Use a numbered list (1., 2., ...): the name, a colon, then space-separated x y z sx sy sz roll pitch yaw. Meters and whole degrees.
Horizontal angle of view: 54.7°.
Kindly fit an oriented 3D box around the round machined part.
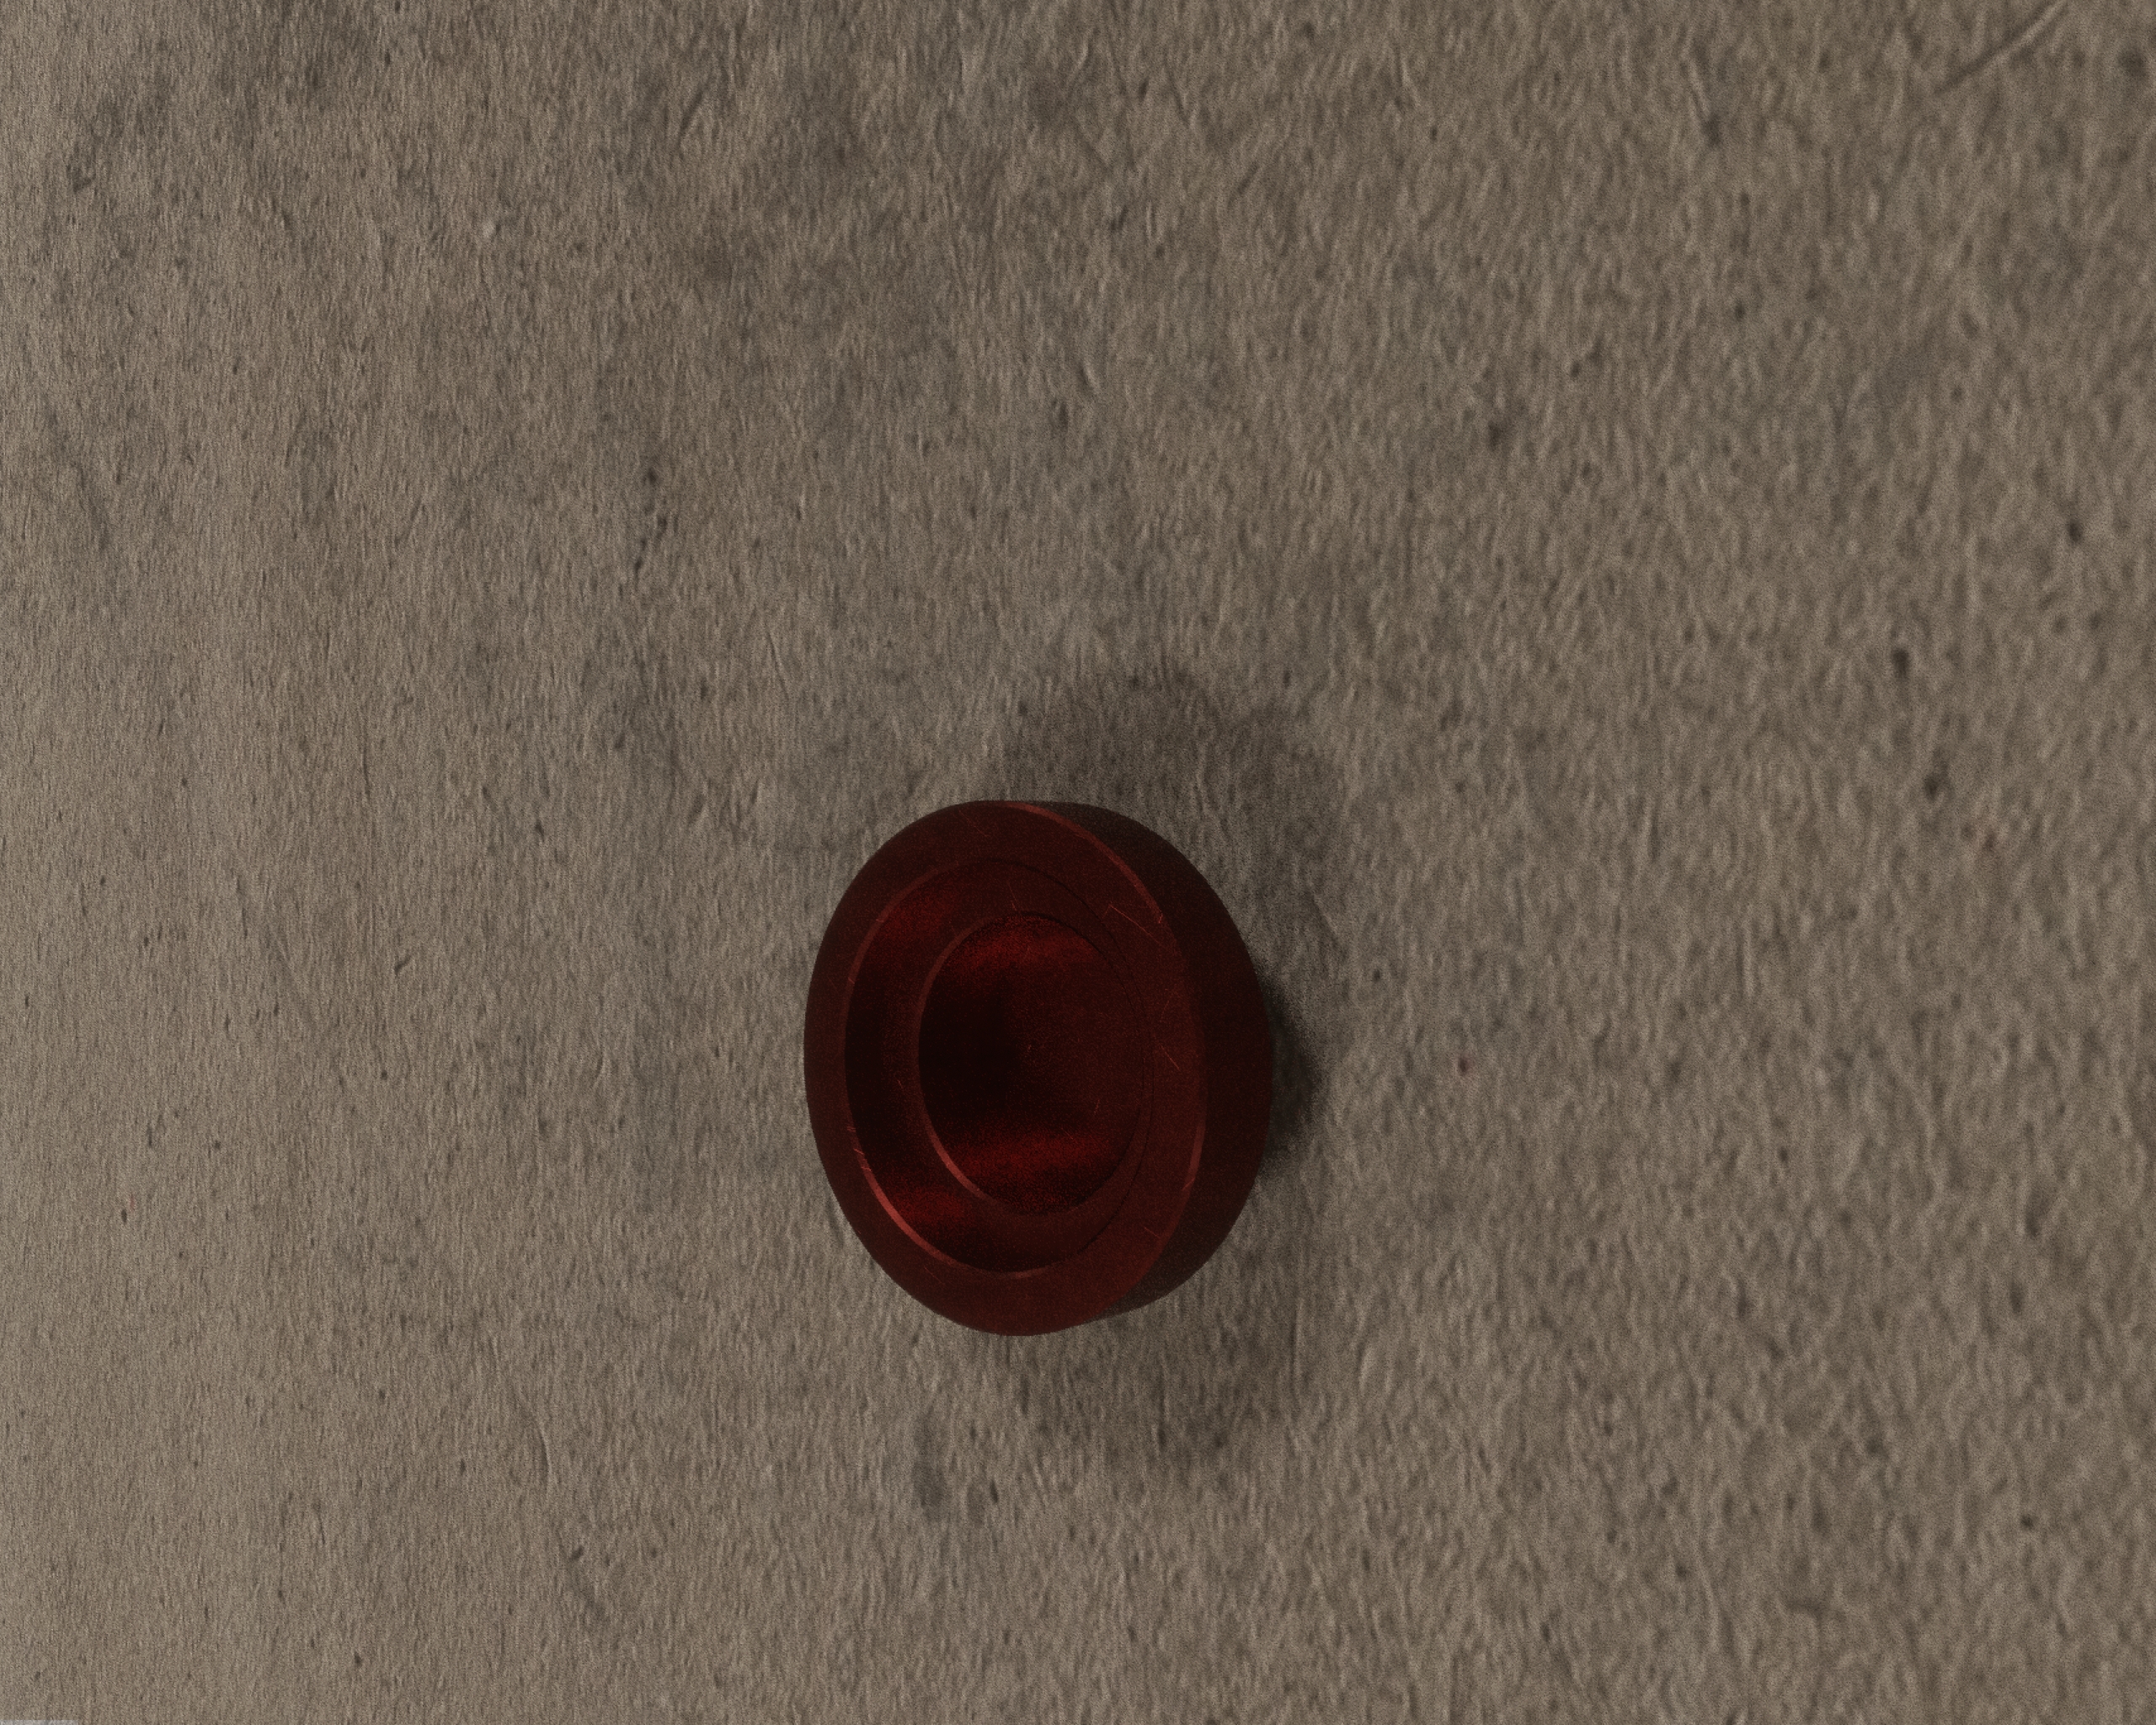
1. round machined part: -0.003 0.037 0.396 0.098 0.042 0.097 0 90 39
